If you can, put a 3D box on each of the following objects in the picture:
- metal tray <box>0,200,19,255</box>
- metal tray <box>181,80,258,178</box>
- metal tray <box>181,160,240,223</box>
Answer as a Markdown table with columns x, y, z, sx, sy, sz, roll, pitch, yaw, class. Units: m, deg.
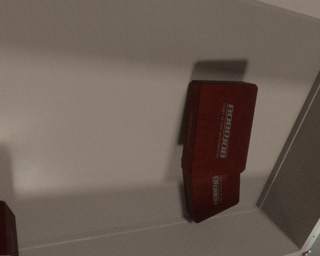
| x | y | z | sx | sy | sz | roll | pitch | yaw | class |
| --- | --- | --- | --- | --- | --- | --- | --- | --- | --- |
| -0.199 | 0.145 | 0.322 | 0.091 | 0.130 | 0.030 | -23 | 127 | -15 | metal tray |
| 0.082 | 0.001 | 0.430 | 0.091 | 0.030 | 0.129 | -2 | 106 | -23 | metal tray |
| 0.086 | 0.089 | 0.510 | 0.091 | 0.030 | 0.129 | -20 | 127 | -17 | metal tray |
